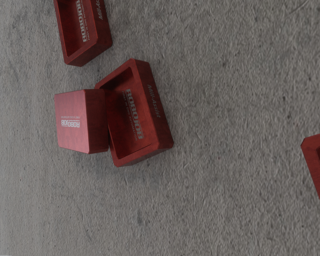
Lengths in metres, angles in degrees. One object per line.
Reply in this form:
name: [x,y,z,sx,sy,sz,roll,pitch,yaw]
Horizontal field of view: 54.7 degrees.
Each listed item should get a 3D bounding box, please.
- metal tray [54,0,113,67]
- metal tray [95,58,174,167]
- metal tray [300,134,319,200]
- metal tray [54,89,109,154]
metal tray: [-0.129,-0.178,0.508,0.090,0.030,0.129,-21,77,38]
metal tray: [-0.040,-0.020,0.434,0.090,0.030,0.129,-27,73,36]
metal tray: [0.179,0.031,0.213,0.130,0.030,0.090,-24,75,37]
metal tray: [-0.125,-0.011,0.480,0.130,0.030,0.089,3,98,53]
